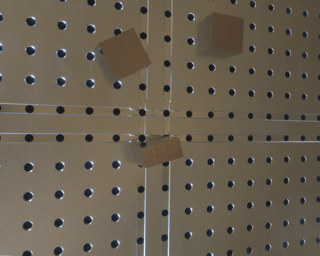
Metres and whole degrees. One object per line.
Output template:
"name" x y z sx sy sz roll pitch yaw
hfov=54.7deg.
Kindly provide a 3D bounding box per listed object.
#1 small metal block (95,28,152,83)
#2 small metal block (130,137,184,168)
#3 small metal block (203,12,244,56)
"small metal block" -0.047 -0.092 0.396 0.050 0.025 0.050 -31 100 -18
"small metal block" -0.005 0.030 0.399 0.050 0.050 0.025 -15 95 -20
"small metal block" 0.092 -0.134 0.448 0.050 0.025 0.050 3 89 -20
